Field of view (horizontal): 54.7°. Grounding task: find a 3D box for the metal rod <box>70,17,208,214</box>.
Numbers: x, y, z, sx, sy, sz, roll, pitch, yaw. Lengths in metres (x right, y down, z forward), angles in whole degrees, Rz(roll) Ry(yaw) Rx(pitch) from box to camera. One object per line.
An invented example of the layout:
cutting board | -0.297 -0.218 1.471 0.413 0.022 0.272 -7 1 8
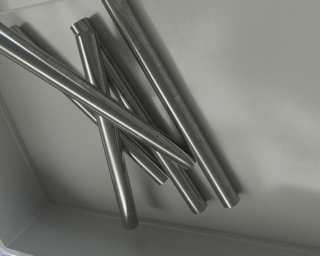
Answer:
metal rod | -0.021 -0.006 0.414 0.025 0.025 0.299 -23 107 36

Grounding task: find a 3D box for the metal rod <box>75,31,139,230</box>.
metal rod | -0.065 0.023 0.421 0.025 0.025 0.298 6 121 25

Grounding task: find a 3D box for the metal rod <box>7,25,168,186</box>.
metal rod | -0.100 -0.030 0.440 0.300 0.025 0.025 44 129 -3

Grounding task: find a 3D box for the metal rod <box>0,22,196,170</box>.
metal rod | -0.069 -0.030 0.346 0.301 0.025 0.025 34 134 -28

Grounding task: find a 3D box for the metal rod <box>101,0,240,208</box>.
metal rod | 0.021 -0.024 0.381 0.025 0.025 0.299 -21 108 35
